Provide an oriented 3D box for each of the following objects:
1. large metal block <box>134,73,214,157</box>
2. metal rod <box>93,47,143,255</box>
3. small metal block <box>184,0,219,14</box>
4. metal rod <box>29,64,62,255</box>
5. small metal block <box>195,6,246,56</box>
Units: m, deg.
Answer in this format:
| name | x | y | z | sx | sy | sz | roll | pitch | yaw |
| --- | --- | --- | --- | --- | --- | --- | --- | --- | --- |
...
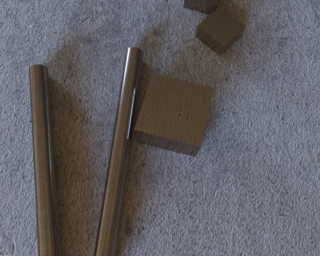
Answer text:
| name | x | y | z | sx | sy | sz | roll | pitch | yaw |
| --- | --- | --- | --- | --- | --- | --- | --- | --- | --- |
| large metal block | 0.019 | -0.016 | 0.401 | 0.080 | 0.050 | 0.080 | 14 | 71 | 5 |
| metal rod | -0.051 | 0.030 | 0.396 | 0.025 | 0.025 | 0.299 | 5 | 70 | 1 |
| small metal block | 0.070 | -0.210 | 0.486 | 0.050 | 0.025 | 0.050 | 18 | 71 | 6 |
| metal rod | -0.143 | 0.055 | 0.386 | 0.025 | 0.025 | 0.299 | -10 | 70 | -4 |
| small metal block | 0.090 | -0.145 | 0.462 | 0.050 | 0.025 | 0.050 | 43 | 75 | 13 |
